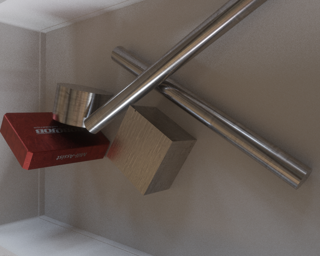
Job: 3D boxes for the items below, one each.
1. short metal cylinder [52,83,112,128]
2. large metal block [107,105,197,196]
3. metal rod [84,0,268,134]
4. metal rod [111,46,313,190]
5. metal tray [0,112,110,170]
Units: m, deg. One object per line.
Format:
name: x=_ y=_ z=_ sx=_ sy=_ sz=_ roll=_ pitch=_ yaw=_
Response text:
short metal cylinder: x=-0.116 y=-0.035 z=0.464 sx=0.080 sy=0.081 sz=0.050 roll=21 pitch=103 yaw=38
large metal block: x=-0.013 y=0.026 z=0.399 sx=0.080 sy=0.050 sz=0.079 roll=40 pitch=114 yaw=32
metal rod: x=0.016 y=-0.080 z=0.364 sx=0.299 sy=0.025 sz=0.025 roll=-35 pitch=68 yaw=25
metal rod: x=0.038 y=-0.030 z=0.374 sx=0.300 sy=0.025 sz=0.025 roll=39 pitch=113 yaw=33
metal tray: x=-0.152 y=0.014 z=0.460 sx=0.090 sy=0.131 sz=0.030 roll=43 pitch=119 yaw=31
